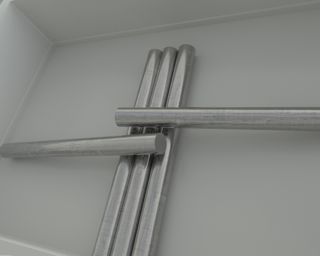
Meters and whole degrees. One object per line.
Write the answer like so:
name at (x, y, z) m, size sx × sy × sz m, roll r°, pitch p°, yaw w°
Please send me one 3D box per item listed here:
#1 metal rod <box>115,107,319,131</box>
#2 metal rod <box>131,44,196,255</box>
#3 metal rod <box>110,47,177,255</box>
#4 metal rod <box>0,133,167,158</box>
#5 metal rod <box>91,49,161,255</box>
metal rod at (0.089, -0.011, 0.341) m, size 0.301 × 0.025 × 0.025 m, roll 1°, pitch 62°, yaw 21°
metal rod at (0.009, 0.018, 0.387) m, size 0.025 × 0.025 × 0.300 m, roll -1°, pitch 61°, yaw 27°
metal rod at (-0.014, 0.018, 0.399) m, size 0.025 × 0.025 × 0.300 m, roll -1°, pitch 61°, yaw 27°
metal rod at (-0.126, 0.028, 0.430) m, size 0.300 × 0.025 × 0.025 m, roll -4°, pitch 60°, yaw 32°
metal rod at (-0.035, 0.019, 0.410) m, size 0.025 × 0.025 × 0.300 m, roll -1°, pitch 61°, yaw 27°
